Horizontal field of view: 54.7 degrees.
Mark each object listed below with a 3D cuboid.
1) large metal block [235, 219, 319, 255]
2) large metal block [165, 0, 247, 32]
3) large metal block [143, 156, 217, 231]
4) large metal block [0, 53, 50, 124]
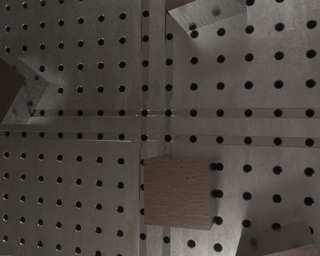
[{"bbox_3d":[0.132,0.146,0.337,0.080,0.080,0.050,-22,83,18],"label":"large metal block"},{"bbox_3d":[0.053,-0.161,0.364,0.080,0.080,0.050,-14,85,19],"label":"large metal block"},{"bbox_3d":[0.027,0.078,0.389,0.080,0.050,0.079,-1,90,19],"label":"large metal block"},{"bbox_3d":[-0.234,-0.061,0.480,0.080,0.050,0.080,37,101,16],"label":"large metal block"}]
